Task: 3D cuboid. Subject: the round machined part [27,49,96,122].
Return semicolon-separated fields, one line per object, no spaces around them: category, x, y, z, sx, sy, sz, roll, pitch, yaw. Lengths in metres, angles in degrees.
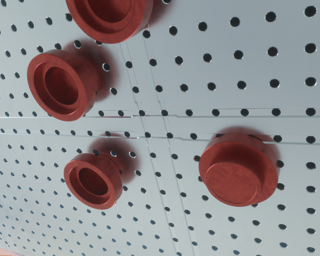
round machined part;-0.130;-0.061;0.429;0.098;0.042;0.097;13;124;20

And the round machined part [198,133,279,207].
round machined part;0.095;0.059;0.386;0.098;0.042;0.097;13;124;20

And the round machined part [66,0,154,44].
round machined part;-0.051;-0.145;0.336;0.098;0.042;0.097;13;124;20

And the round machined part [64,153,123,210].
round machined part;-0.103;0.081;0.503;0.098;0.042;0.097;13;124;20
